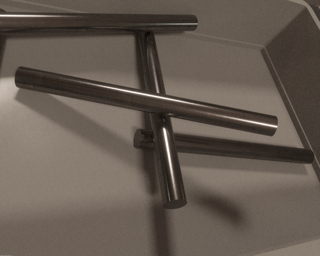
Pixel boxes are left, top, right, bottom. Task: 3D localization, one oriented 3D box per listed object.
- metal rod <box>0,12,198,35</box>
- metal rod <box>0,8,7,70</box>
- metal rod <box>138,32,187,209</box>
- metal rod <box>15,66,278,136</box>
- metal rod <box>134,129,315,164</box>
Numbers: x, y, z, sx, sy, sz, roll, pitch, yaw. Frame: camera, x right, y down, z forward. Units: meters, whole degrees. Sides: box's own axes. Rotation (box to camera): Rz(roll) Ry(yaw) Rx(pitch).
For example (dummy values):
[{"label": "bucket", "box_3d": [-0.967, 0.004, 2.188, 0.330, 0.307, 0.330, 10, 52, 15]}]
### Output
[{"label": "metal rod", "box_3d": [-0.070, -0.142, 0.420, 0.303, 0.025, 0.025, -13, 69, -33]}, {"label": "metal rod", "box_3d": [-0.185, -0.008, 0.311, 0.025, 0.025, 0.299, 8, 58, -24]}, {"label": "metal rod", "box_3d": [-0.004, -0.041, 0.405, 0.025, 0.025, 0.299, 9, 50, -24]}, {"label": "metal rod", "box_3d": [-0.013, -0.030, 0.363, 0.302, 0.025, 0.025, 11, 55, -2]}, {"label": "metal rod", "box_3d": [0.108, 0.030, 0.447, 0.302, 0.025, 0.025, 7, 59, -25]}]
